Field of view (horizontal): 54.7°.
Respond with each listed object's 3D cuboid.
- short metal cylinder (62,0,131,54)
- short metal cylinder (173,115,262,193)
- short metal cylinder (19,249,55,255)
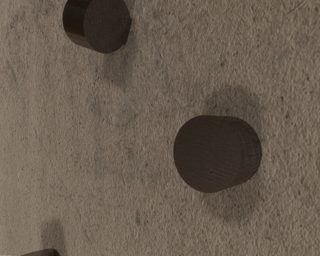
[{"bbox_3d":[-0.089,-0.151,0.440,0.050,0.081,0.079,26,106,37],"label":"short metal cylinder"},{"bbox_3d":[0.062,0.026,0.336,0.080,0.050,0.079,0,90,39],"label":"short metal cylinder"},{"bbox_3d":[-0.227,0.253,0.553,0.080,0.081,0.050,-20,78,38],"label":"short metal cylinder"}]
